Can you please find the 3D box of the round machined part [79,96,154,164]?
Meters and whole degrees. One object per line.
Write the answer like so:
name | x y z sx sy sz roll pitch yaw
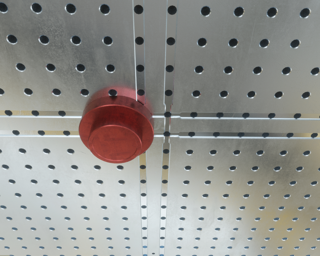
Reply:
round machined part | -0.057 0.009 0.408 0.099 0.042 0.097 -1 130 0
